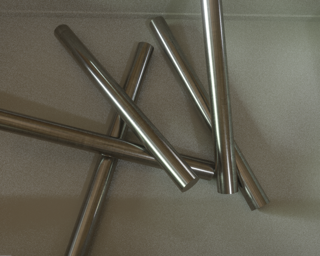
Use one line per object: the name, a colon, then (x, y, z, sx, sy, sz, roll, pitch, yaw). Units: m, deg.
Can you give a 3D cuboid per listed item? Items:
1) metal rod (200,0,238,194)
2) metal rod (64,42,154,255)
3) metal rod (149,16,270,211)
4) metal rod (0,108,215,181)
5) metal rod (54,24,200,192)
metal rod: (0.068, -0.071, 0.369, 0.025, 0.025, 0.298, -6, 93, -2)
metal rod: (-0.060, 0.017, 0.402, 0.025, 0.025, 0.299, 14, 70, 5)
metal rod: (0.059, -0.032, 0.422, 0.025, 0.025, 0.299, -24, 72, -9)
metal rod: (-0.080, 0.017, 0.370, 0.302, 0.025, 0.025, 15, 70, -8)
metal rod: (-0.056, -0.041, 0.398, 0.025, 0.025, 0.300, -35, 64, -12)
